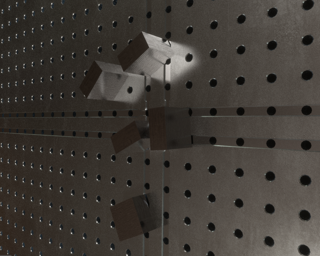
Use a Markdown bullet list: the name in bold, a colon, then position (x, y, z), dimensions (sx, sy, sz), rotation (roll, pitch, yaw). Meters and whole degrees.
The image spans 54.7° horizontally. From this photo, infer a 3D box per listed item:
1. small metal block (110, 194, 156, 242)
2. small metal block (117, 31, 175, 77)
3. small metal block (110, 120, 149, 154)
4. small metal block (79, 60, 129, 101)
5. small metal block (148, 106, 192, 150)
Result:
- **small metal block**: position (-0.040, 0.128, 0.440), dimensions (0.050, 0.025, 0.050), rotation (-31, 71, 35)
- **small metal block**: position (-0.018, -0.095, 0.406), dimensions (0.050, 0.050, 0.025), rotation (-36, 68, 34)
- **small metal block**: position (-0.029, 0.012, 0.415), dimensions (0.050, 0.050, 0.025), rotation (-32, 71, 35)
- **small metal block**: position (-0.083, -0.069, 0.459), dimensions (0.025, 0.050, 0.050), rotation (51, 120, 27)
- **small metal block**: position (0.013, 0.001, 0.381), dimensions (0.025, 0.050, 0.050), rotation (-6, 86, 39)
